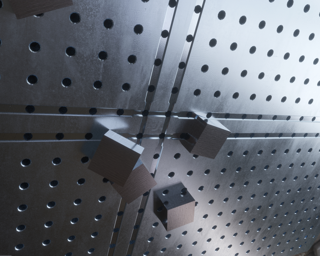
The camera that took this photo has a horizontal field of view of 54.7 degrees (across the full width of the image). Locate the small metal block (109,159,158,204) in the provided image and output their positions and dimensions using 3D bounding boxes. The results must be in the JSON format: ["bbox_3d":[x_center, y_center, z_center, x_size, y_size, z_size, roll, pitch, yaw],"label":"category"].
[{"bbox_3d":[-0.039,0.072,0.436,0.050,0.025,0.050,-34,130,-6],"label":"small metal block"}]

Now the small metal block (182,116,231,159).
[{"bbox_3d":[0.069,0.015,0.460,0.050,0.025,0.050,17,110,-35],"label":"small metal block"}]

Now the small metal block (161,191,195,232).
[{"bbox_3d":[0.029,0.138,0.515,0.050,0.025,0.050,-14,124,-21],"label":"small metal block"}]

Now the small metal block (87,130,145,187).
[{"bbox_3d":[-0.055,0.038,0.390,0.050,0.025,0.050,28,105,-1],"label":"small metal block"}]

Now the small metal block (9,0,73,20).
[{"bbox_3d":[-0.111,-0.129,0.271,0.050,0.025,0.050,-22,127,-16],"label":"small metal block"}]
